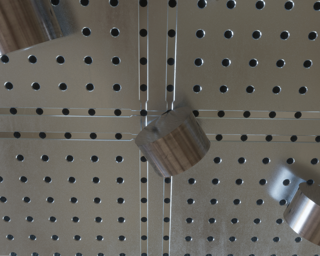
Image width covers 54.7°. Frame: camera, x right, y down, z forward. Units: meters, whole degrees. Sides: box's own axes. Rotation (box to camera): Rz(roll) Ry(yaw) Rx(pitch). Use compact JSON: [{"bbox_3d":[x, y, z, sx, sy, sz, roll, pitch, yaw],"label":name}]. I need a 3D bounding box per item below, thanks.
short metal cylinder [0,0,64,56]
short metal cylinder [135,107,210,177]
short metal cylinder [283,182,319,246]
[{"bbox_3d":[-0.155,-0.114,0.341,0.080,0.080,0.050,-15,110,5],"label":"short metal cylinder"},{"bbox_3d":[0.016,0.016,0.390,0.080,0.080,0.050,-29,108,10],"label":"short metal cylinder"},{"bbox_3d":[0.222,0.119,0.430,0.080,0.080,0.050,17,109,-6],"label":"short metal cylinder"}]
